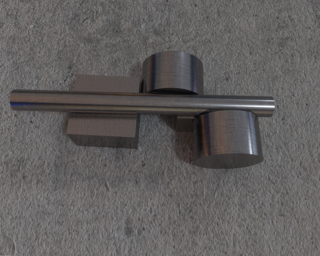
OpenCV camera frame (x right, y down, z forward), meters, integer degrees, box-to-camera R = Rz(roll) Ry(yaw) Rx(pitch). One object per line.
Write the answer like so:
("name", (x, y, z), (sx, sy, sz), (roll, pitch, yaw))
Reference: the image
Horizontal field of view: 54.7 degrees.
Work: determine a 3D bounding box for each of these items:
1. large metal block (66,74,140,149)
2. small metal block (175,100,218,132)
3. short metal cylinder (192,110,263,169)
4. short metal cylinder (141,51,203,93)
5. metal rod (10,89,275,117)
("large metal block", (-0.067, -0.020, 0.399), (0.081, 0.050, 0.080), (3, 70, 1))
("small metal block", (0.046, -0.015, 0.401), (0.050, 0.050, 0.025), (1, 70, 0))
("short metal cylinder", (0.080, 0.017, 0.374), (0.081, 0.080, 0.050), (0, 70, -1))
("short metal cylinder", (0.016, -0.056, 0.402), (0.081, 0.080, 0.050), (2, 70, 0))
("metal rod", (-0.019, -0.029, 0.365), (0.302, 0.025, 0.025), (1, 70, -1))
